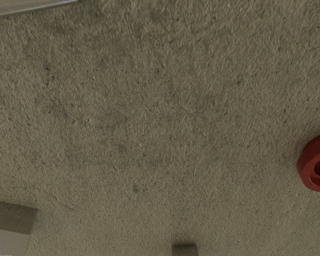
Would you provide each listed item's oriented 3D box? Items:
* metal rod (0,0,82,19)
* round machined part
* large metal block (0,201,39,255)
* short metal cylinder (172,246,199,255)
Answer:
[{"bbox_3d":[-0.227,-0.110,0.309,0.302,0.025,0.025,-8,130,6],"label":"metal rod"},{"bbox_3d":[0.244,0.044,0.438,0.099,0.042,0.097,-1,130,0],"label":"round machined part"},{"bbox_3d":[-0.265,0.175,0.536,0.081,0.050,0.079,17,128,-14],"label":"large metal block"},{"bbox_3d":[0.050,0.273,0.605,0.050,0.080,0.079,-3,130,2],"label":"short metal cylinder"}]
